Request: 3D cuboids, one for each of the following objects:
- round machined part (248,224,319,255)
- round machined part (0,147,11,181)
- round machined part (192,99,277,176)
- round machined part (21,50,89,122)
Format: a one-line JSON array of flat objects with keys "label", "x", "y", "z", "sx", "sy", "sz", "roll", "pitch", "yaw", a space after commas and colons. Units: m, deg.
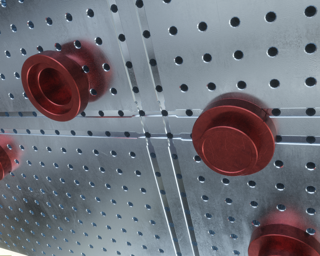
[{"label": "round machined part", "x": 0.170, "y": 0.183, "z": 0.423, "sx": 0.098, "sy": 0.042, "sz": 0.097, "roll": 13, "pitch": 124, "yaw": 20}, {"label": "round machined part", "x": -0.355, "y": 0.069, "z": 0.626, "sx": 0.098, "sy": 0.042, "sz": 0.097, "roll": 13, "pitch": 124, "yaw": 20}, {"label": "round machined part", "x": 0.084, "y": 0.018, "z": 0.366, "sx": 0.098, "sy": 0.042, "sz": 0.097, "roll": 13, "pitch": 124, "yaw": 20}, {"label": "round machined part", "x": -0.140, "y": -0.061, "z": 0.434, "sx": 0.098, "sy": 0.042, "sz": 0.097, "roll": 13, "pitch": 124, "yaw": 20}]
